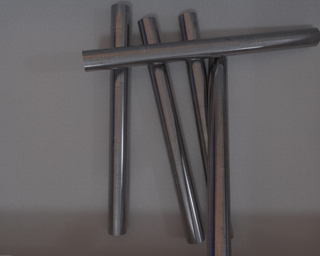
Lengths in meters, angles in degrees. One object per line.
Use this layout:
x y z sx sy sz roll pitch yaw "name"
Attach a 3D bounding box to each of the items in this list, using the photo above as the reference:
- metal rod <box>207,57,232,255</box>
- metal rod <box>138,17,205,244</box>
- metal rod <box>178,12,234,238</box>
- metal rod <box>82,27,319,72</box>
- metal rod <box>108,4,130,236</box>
0.067 0.046 0.352 0.025 0.025 0.299 5 66 0 "metal rod"
0.015 0.003 0.411 0.025 0.025 0.298 -13 90 0 "metal rod"
0.061 -0.002 0.411 0.025 0.025 0.298 -10 90 0 "metal rod"
0.058 -0.099 0.387 0.302 0.025 0.025 -8 90 -10 "metal rod"
-0.054 -0.011 0.410 0.025 0.025 0.298 1 90 0 "metal rod"
